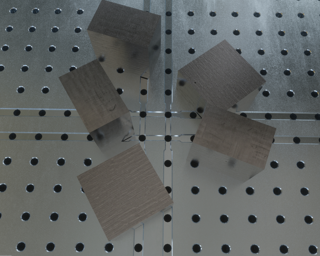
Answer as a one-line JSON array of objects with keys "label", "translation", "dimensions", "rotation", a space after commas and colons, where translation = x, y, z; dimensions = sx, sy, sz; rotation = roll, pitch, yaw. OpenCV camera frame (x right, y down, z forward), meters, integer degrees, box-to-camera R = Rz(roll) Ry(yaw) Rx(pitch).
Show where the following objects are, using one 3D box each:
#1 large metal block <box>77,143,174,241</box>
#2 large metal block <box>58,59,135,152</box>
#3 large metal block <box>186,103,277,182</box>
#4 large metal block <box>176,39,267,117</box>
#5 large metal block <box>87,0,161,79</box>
[{"label": "large metal block", "translation": [-0.040, 0.077, 0.370], "dimensions": [0.080, 0.050, 0.080], "rotation": [-28, 73, -10]}, {"label": "large metal block", "translation": [-0.076, -0.025, 0.391], "dimensions": [0.050, 0.080, 0.080], "rotation": [-29, 73, -10]}, {"label": "large metal block", "translation": [0.082, 0.021, 0.376], "dimensions": [0.080, 0.080, 0.050], "rotation": [21, 71, 7]}, {"label": "large metal block", "translation": [0.080, -0.059, 0.421], "dimensions": [0.080, 0.050, 0.080], "rotation": [-35, 74, -12]}, {"label": "large metal block", "translation": [-0.045, -0.119, 0.425], "dimensions": [0.080, 0.080, 0.050], "rotation": [17, 71, 6]}]
